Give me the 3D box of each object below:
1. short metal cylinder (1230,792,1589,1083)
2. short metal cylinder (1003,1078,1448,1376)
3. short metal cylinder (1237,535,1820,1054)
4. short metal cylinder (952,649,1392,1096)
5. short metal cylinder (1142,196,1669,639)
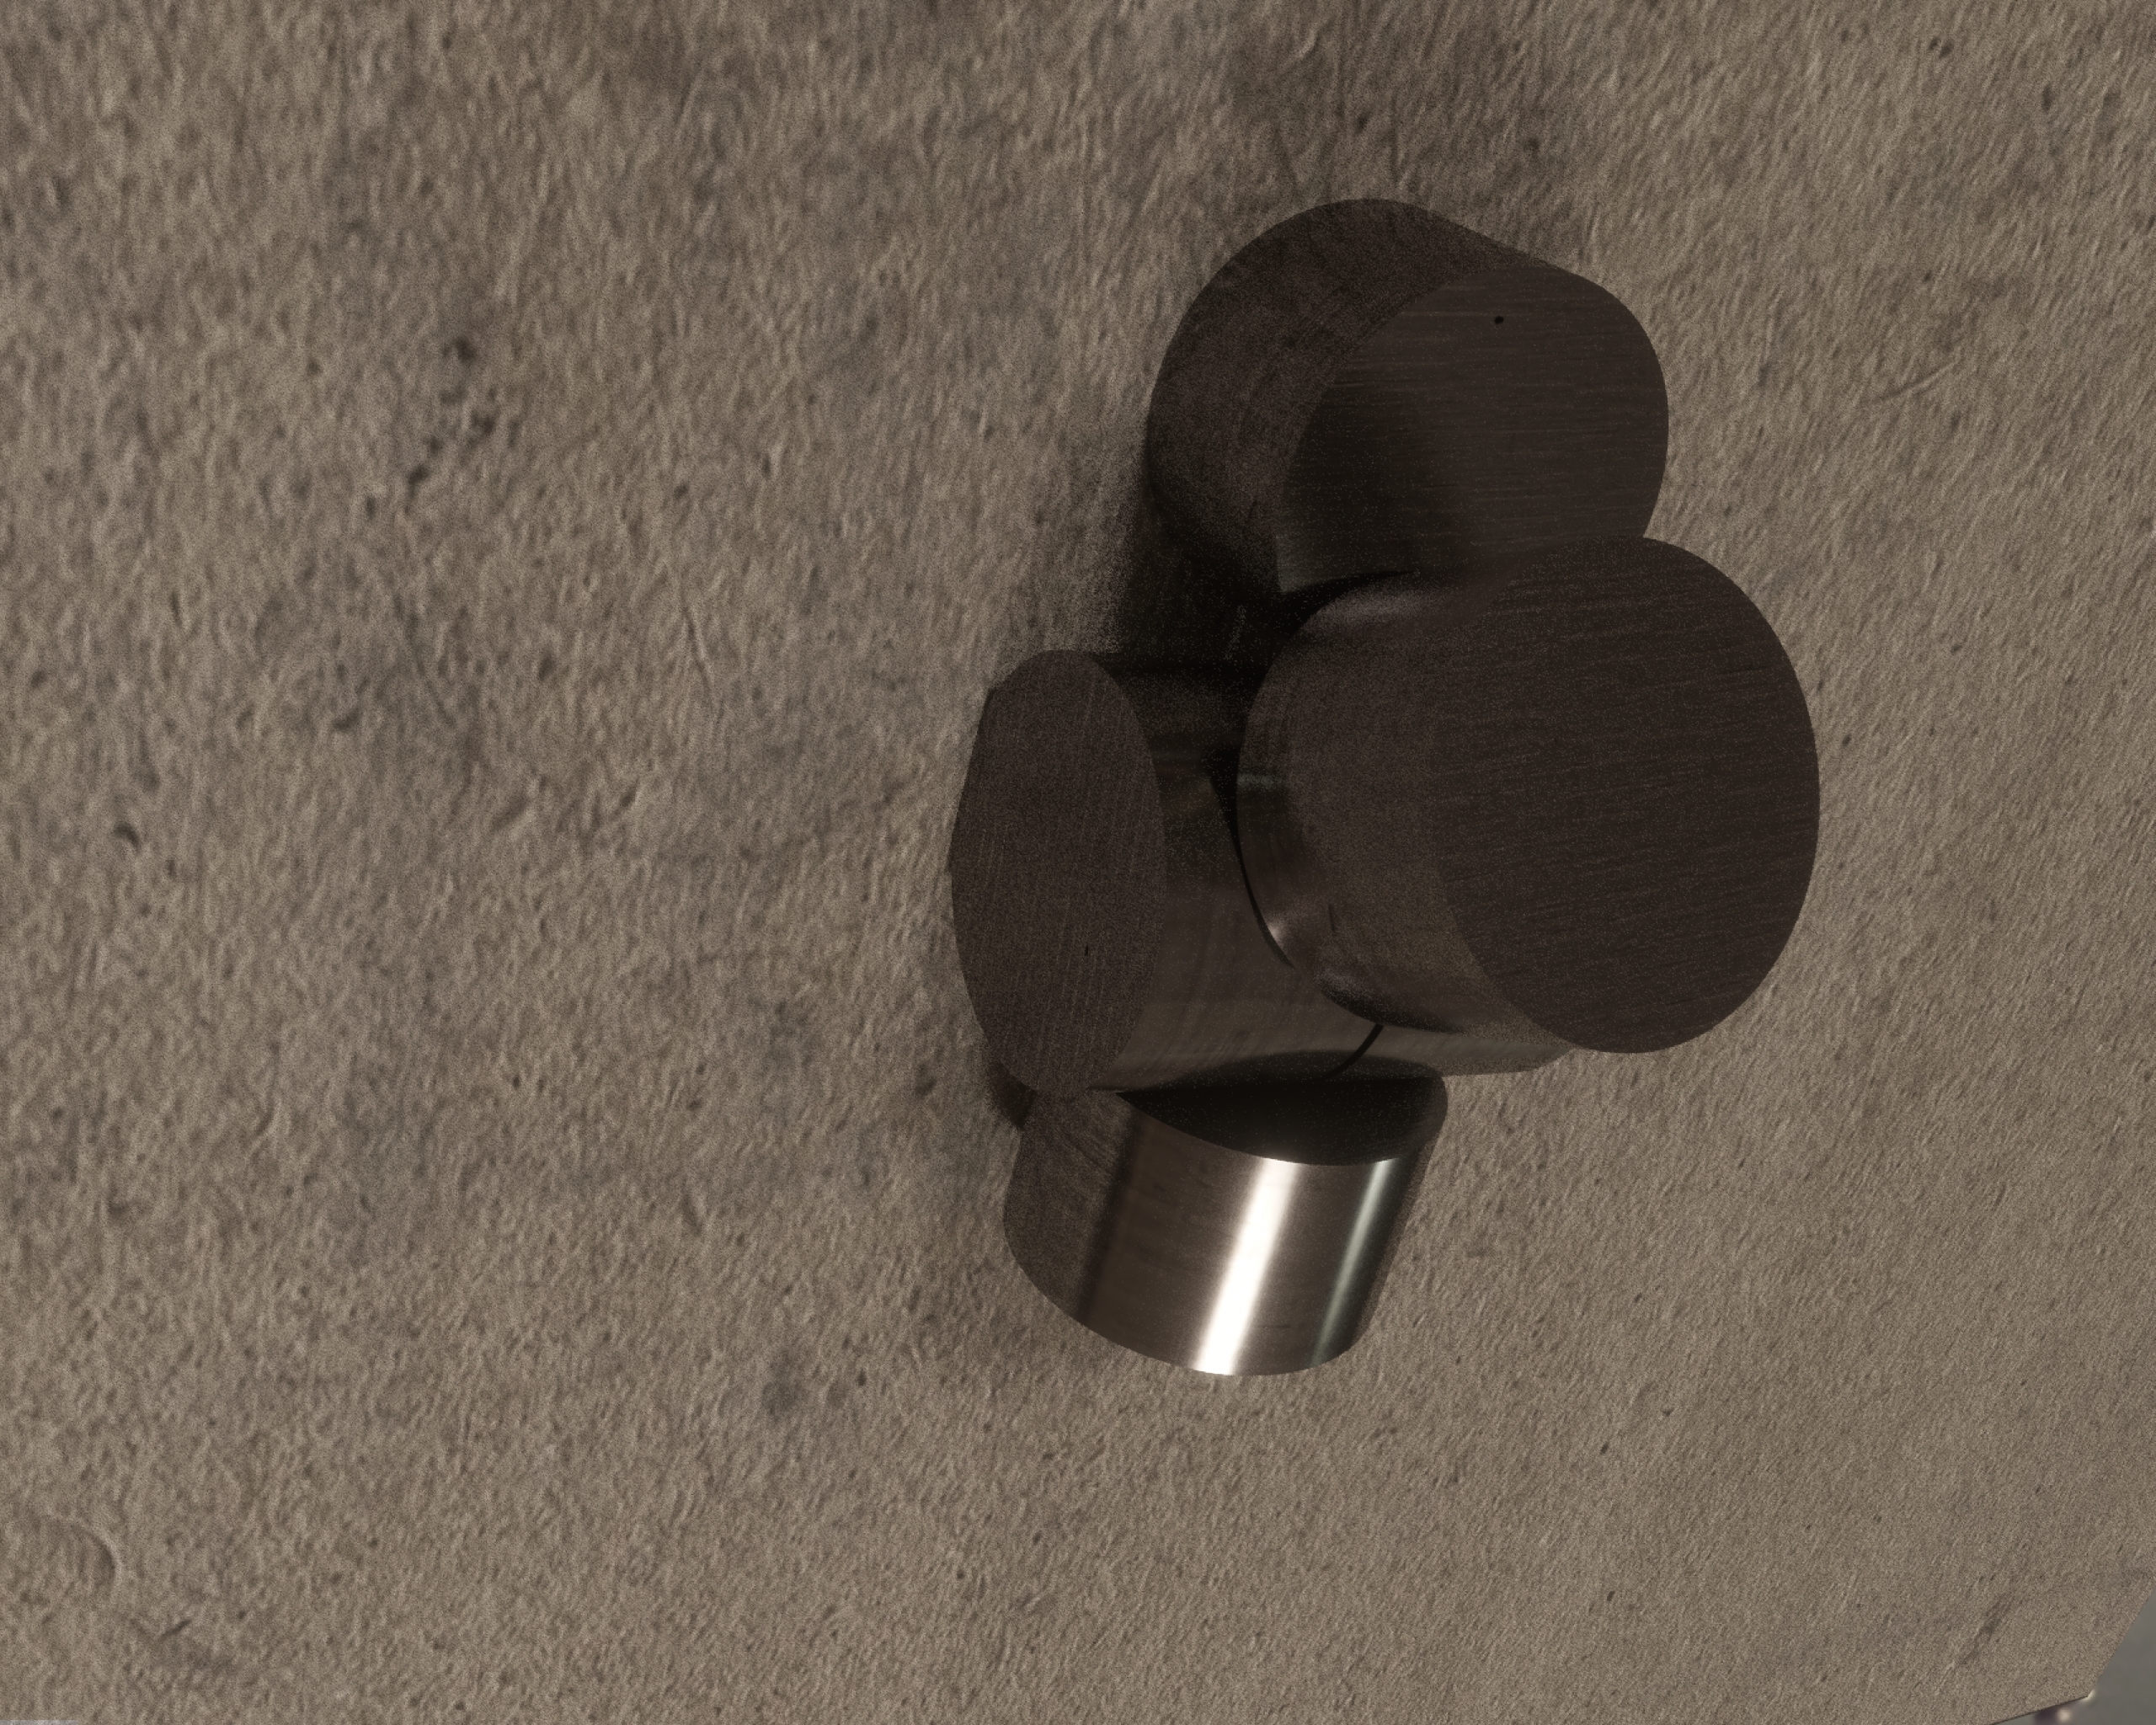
[{"bbox_3d":[0.063,0.003,0.410,0.050,0.080,0.079,1,118,-28],"label":"short metal cylinder"},{"bbox_3d":[0.029,0.059,0.427,0.081,0.080,0.050,0,118,-29],"label":"short metal cylinder"},{"bbox_3d":[0.074,-0.010,0.342,0.081,0.050,0.079,0,90,-29],"label":"short metal cylinder"},{"bbox_3d":[0.017,0.002,0.385,0.050,0.080,0.079,1,118,-29],"label":"short metal cylinder"},{"bbox_3d":[0.059,-0.075,0.381,0.081,0.050,0.079,-14,125,-21],"label":"short metal cylinder"}]
